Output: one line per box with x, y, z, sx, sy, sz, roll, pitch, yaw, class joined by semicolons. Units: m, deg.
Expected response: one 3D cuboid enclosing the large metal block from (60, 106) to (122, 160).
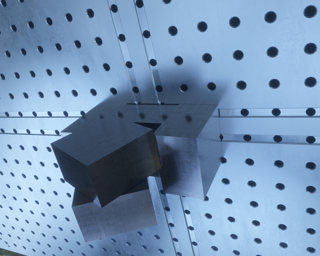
-0.080;0.022;0.430;0.050;0.080;0.079;2;119;27;large metal block

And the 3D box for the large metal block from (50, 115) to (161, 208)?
-0.059;0.031;0.342;0.080;0.081;0.050;18;128;45;large metal block

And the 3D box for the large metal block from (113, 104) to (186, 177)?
-0.016;0.016;0.409;0.080;0.050;0.079;3;120;26;large metal block

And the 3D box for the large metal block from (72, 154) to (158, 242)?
-0.051;0.076;0.362;0.081;0.080;0.050;-13;116;-3;large metal block

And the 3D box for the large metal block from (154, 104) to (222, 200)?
0.037;0.025;0.370;0.050;0.080;0.079;4;120;26;large metal block
